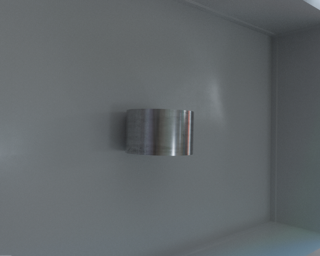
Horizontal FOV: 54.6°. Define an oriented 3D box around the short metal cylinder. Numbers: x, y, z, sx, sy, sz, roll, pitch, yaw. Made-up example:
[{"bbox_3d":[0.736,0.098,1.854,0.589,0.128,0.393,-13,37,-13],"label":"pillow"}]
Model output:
[{"bbox_3d":[0.000,0.005,0.370,0.081,0.080,0.050,2,89,-40],"label":"short metal cylinder"}]
